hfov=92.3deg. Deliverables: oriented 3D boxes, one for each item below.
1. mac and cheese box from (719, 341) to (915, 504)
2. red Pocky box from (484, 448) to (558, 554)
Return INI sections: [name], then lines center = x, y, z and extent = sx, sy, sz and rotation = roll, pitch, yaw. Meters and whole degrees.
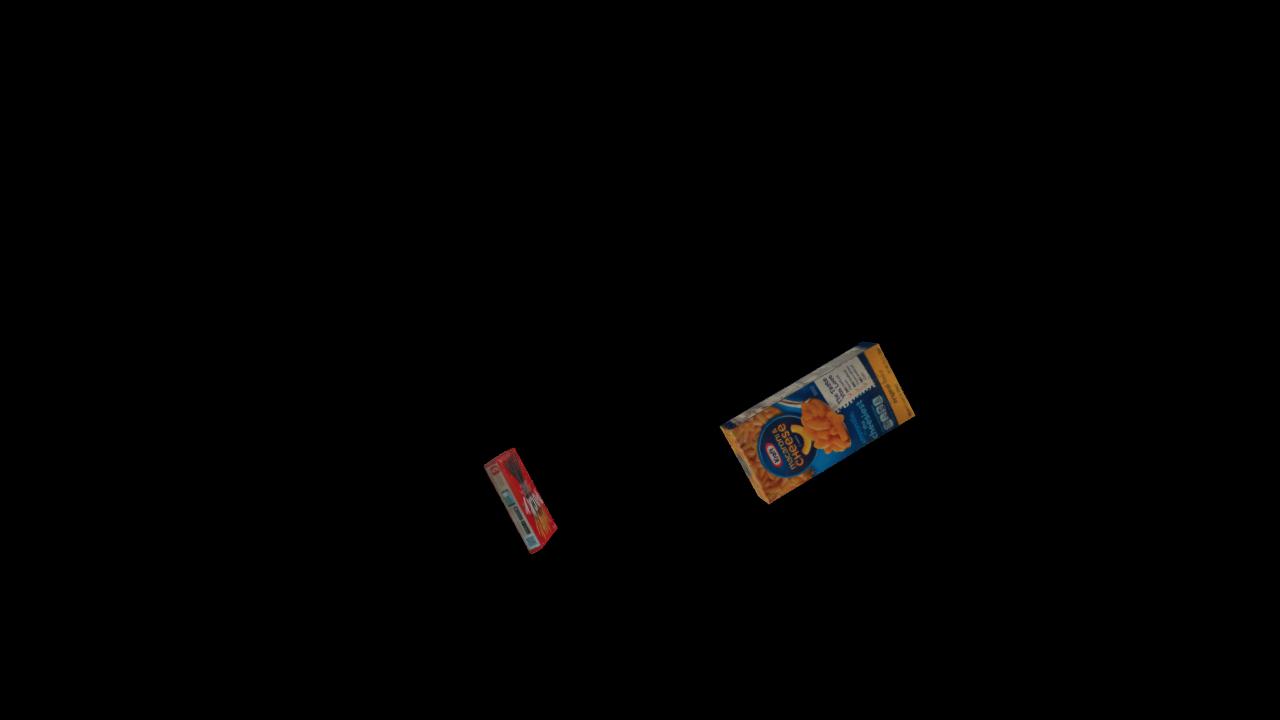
[mac and cheese box]
center = 0.187, 0.064, 0.649
extent = 0.184, 0.093, 0.041
rotation = -30, 9, -6
[red Pocky box]
center = -0.185, 0.218, 0.966
extent = 0.028, 0.155, 0.083
rotation = -28, 2, 9
